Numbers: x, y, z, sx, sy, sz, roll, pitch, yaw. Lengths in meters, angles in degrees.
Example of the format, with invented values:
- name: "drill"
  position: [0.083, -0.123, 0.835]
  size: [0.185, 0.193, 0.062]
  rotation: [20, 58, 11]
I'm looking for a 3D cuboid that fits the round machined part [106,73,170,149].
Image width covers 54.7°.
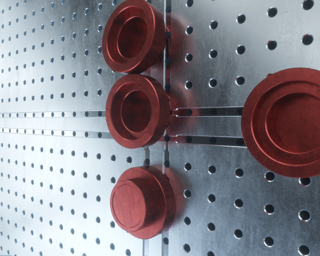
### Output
- name: "round machined part"
  position: [-0.025, -0.022, 0.417]
  size: [0.098, 0.042, 0.097]
  rotation: [0, 90, 39]

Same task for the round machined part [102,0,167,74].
- name: "round machined part"
  position: [-0.030, -0.119, 0.417]
  size: [0.098, 0.042, 0.097]
  rotation: [-5, 81, 40]

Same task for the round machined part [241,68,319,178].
- name: "round machined part"
  position: [0.131, -0.005, 0.290]
  size: [0.098, 0.042, 0.097]
  rotation: [0, 90, 39]

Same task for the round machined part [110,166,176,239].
- name: "round machined part"
  position: [-0.030, 0.102, 0.421]
  size: [0.098, 0.042, 0.097]
  rotation: [0, 90, 39]
